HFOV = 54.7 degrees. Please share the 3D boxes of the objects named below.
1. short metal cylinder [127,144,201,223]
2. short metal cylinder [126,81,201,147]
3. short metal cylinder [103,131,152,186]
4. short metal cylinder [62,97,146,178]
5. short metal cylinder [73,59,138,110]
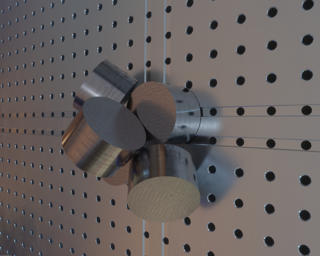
[{"bbox_3d":[0.004,0.065,0.359,0.080,0.080,0.050,-48,26,29],"label":"short metal cylinder"},{"bbox_3d":[0.003,-0.016,0.388,0.080,0.050,0.079,0,90,39],"label":"short metal cylinder"},{"bbox_3d":[-0.045,0.036,0.427,0.080,0.050,0.079,0,90,39],"label":"short metal cylinder"},{"bbox_3d":[-0.064,0.010,0.357,0.050,0.081,0.080,-49,62,29],"label":"short metal cylinder"},{"bbox_3d":[-0.073,-0.046,0.422,0.050,0.080,0.080,35,116,-3],"label":"short metal cylinder"}]
